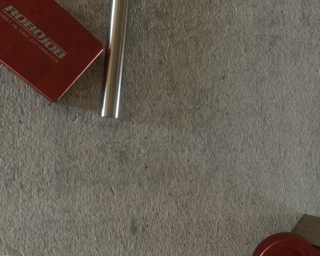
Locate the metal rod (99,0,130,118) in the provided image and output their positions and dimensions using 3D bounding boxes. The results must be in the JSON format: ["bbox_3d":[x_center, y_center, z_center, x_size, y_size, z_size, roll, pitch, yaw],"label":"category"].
[{"bbox_3d":[-0.050,-0.162,0.390,0.025,0.025,0.298,6,88,-20],"label":"metal rod"}]

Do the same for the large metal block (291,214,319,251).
[{"bbox_3d":[0.260,0.186,0.474,0.050,0.080,0.080,-41,103,-21],"label":"large metal block"}]

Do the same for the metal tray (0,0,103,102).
[{"bbox_3d":[-0.143,-0.103,0.353,0.130,0.030,0.090,41,77,-16],"label":"metal tray"}]

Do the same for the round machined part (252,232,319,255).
[{"bbox_3d":[0.182,0.199,0.458,0.099,0.042,0.097,0,98,-3],"label":"round machined part"}]
